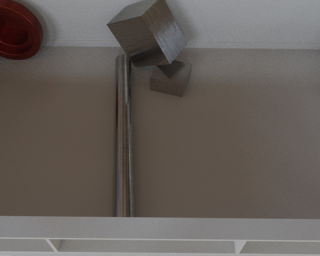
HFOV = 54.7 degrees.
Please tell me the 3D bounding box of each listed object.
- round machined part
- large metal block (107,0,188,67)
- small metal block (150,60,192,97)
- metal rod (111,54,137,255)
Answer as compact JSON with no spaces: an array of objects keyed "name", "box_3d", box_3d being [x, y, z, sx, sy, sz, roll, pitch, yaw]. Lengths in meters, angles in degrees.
[{"name":"round machined part","box_3d":[-0.235,-0.159,0.487,0.099,0.097,0.042,0,52,-1]},{"name":"large metal block","box_3d":[-0.019,-0.141,0.465,0.080,0.080,0.050,7,52,45]},{"name":"small metal block","box_3d":[0.017,-0.078,0.471,0.050,0.025,0.050,14,51,11]},{"name":"metal rod","box_3d":[-0.047,0.007,0.398,0.025,0.025,0.300,-3,50,-3]}]
